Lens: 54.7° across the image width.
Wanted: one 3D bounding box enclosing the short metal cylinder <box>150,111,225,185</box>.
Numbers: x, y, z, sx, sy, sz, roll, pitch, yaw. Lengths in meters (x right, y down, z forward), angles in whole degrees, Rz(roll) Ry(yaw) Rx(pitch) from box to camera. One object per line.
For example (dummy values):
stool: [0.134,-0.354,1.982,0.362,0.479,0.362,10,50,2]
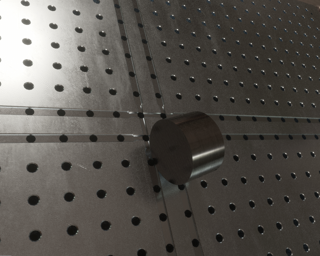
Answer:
short metal cylinder: [0.031,0.023,0.377,0.050,0.080,0.080,-15,70,-34]
